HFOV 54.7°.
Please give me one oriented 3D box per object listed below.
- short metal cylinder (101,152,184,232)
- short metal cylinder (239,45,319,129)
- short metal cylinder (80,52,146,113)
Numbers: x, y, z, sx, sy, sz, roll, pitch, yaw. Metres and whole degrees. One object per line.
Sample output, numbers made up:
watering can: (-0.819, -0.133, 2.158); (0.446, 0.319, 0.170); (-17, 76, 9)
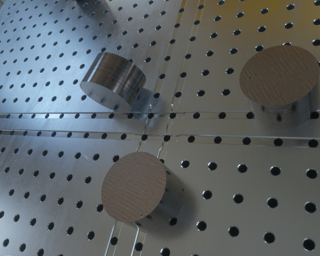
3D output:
short metal cylinder: (-0.019, 0.074, 0.357); (0.080, 0.050, 0.080); (-13, 56, 21)
short metal cylinder: (0.136, -0.046, 0.349); (0.080, 0.050, 0.080); (-13, 56, 21)
short metal cylinder: (-0.067, -0.064, 0.447); (0.080, 0.080, 0.050); (13, 69, 33)
